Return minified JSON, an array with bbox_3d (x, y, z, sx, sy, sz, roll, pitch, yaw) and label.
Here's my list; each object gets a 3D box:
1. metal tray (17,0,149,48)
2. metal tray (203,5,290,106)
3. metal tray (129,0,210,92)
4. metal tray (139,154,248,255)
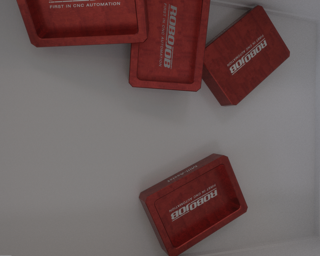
[{"bbox_3d":[-0.081,-0.136,0.328,0.131,0.030,0.089,-2,129,3],"label":"metal tray"},{"bbox_3d":[0.119,-0.104,0.451,0.130,0.030,0.090,-41,103,-15],"label":"metal tray"},{"bbox_3d":[0.010,-0.114,0.385,0.091,0.030,0.129,3,102,-7],"label":"metal tray"},{"bbox_3d":[0.048,0.102,0.425,0.131,0.030,0.090,-25,99,-18],"label":"metal tray"}]
